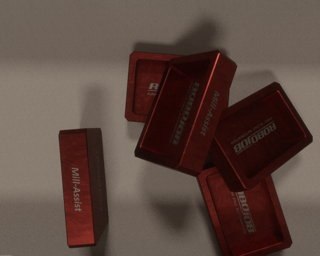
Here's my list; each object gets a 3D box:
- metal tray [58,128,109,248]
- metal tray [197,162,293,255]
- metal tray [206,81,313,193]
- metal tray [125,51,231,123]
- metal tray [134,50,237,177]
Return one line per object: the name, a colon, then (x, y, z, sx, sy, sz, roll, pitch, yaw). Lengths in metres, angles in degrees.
metal tray: (-0.090, 0.065, 0.377, 0.030, 0.090, 0.129, -5, 90, 0)
metal tray: (0.109, 0.104, 0.410, 0.090, 0.030, 0.129, -18, 90, -1)
metal tray: (0.118, 0.008, 0.379, 0.131, 0.030, 0.090, -28, 85, -27)
metal tray: (0.023, -0.048, 0.409, 0.131, 0.030, 0.089, 5, 90, -1)
metal tray: (0.026, -0.018, 0.348, 0.030, 0.090, 0.130, 26, 80, -33)
